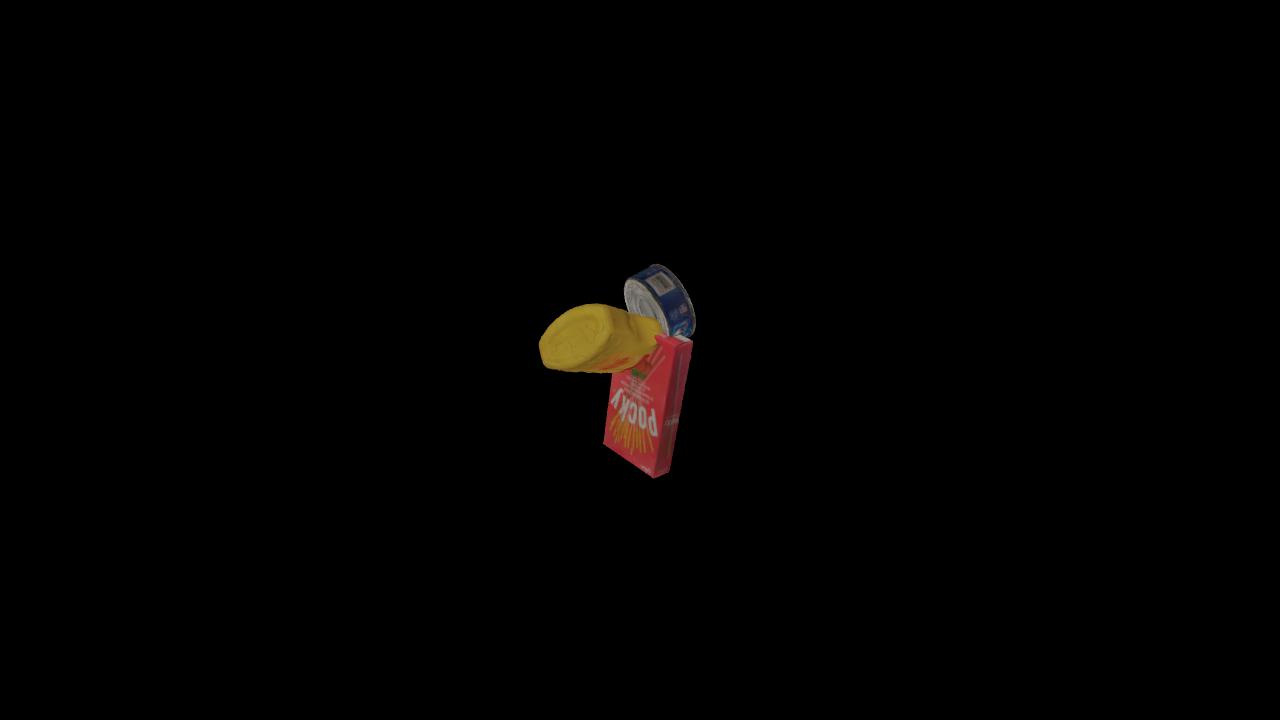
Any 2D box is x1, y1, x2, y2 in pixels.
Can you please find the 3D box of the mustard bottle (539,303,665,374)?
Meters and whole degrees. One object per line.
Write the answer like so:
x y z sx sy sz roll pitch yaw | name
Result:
-0.011 -0.015 0.634 0.092 0.054 0.184 -32 -21 28 | mustard bottle

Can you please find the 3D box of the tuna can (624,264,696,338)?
0.019 -0.053 0.631 0.034 0.084 0.084 -30 12 -21 | tuna can

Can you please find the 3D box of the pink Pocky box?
0.005 0.039 0.648 0.029 0.155 0.084 -14 31 -43 | pink Pocky box
